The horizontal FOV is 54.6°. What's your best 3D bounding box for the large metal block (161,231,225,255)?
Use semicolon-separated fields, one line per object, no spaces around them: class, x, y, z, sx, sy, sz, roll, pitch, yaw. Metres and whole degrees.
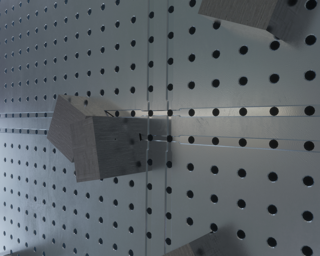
large metal block;0.038;0.179;0.363;0.080;0.050;0.080;-39;66;33

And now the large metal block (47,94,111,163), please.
large metal block;-0.133;-0.001;0.504;0.080;0.050;0.080;33;111;35

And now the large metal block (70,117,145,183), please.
large metal block;-0.073;0.029;0.435;0.050;0.081;0.080;-15;81;39

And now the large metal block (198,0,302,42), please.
large metal block;0.097;-0.141;0.314;0.080;0.050;0.080;30;109;36

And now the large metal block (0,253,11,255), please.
large metal block;-0.393;0.323;0.701;0.080;0.081;0.050;-20;77;38
